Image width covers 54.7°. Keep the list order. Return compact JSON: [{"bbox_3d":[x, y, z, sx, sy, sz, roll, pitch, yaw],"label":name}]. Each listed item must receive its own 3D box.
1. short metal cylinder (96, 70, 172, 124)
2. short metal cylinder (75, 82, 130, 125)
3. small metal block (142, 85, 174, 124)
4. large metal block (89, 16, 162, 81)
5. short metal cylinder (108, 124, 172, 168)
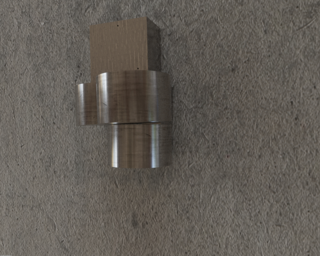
[{"bbox_3d":[-0.028,-0.031,0.338,0.080,0.080,0.050,-2,89,20],"label":"short metal cylinder"},{"bbox_3d":[-0.069,-0.029,0.406,0.080,0.080,0.050,-2,89,20],"label":"short metal cylinder"},{"bbox_3d":[-0.002,-0.030,0.400,0.025,0.050,0.050,1,91,20],"label":"small metal block"},{"bbox_3d":[-0.044,-0.095,0.413,0.080,0.050,0.080,-2,89,20],"label":"large metal block"},{"bbox_3d":[-0.025,0.021,0.390,0.080,0.080,0.050,0,90,20],"label":"short metal cylinder"}]
